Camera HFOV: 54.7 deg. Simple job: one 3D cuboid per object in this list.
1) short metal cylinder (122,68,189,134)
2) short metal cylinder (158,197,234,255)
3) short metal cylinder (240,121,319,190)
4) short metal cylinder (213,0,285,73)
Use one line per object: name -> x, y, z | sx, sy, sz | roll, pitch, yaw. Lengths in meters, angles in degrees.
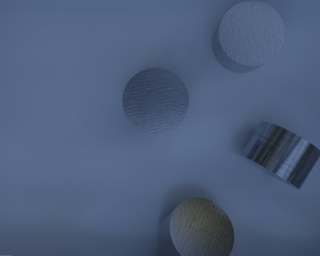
short metal cylinder -> -0.005, -0.033, 0.399 | 0.081, 0.050, 0.080 | 0, 90, 0
short metal cylinder -> 0.043, 0.132, 0.380 | 0.081, 0.050, 0.080 | 9, 56, -13
short metal cylinder -> 0.148, 0.033, 0.385 | 0.080, 0.080, 0.050 | 32, 90, 0
short metal cylinder -> 0.112, -0.115, 0.399 | 0.081, 0.050, 0.080 | 0, 90, 0
